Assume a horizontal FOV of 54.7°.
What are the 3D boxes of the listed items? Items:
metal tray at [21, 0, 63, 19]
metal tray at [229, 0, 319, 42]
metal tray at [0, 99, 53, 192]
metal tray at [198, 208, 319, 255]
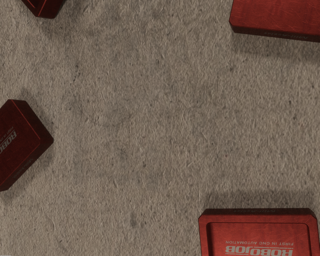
[{"bbox_3d":[-0.189,-0.239,0.458,0.130,0.030,0.090,48,120,13],"label":"metal tray"},{"bbox_3d":[0.153,-0.150,0.352,0.130,0.030,0.089,13,94,19],"label":"metal tray"},{"bbox_3d":[-0.240,0.029,0.489,0.130,0.030,0.090,-43,77,14],"label":"metal tray"},{"bbox_3d":[0.116,0.143,0.365,0.130,0.030,0.089,-6,88,19],"label":"metal tray"}]
